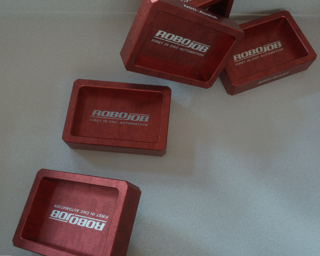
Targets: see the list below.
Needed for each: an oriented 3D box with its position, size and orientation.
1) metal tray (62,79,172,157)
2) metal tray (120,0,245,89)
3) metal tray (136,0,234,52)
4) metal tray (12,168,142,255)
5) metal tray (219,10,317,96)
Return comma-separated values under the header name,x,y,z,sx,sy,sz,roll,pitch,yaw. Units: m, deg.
name,x,y,z,sx,sy,sz,roll,pitch,yaw
metal tray,-0.054,-0.014,0.411,0.131,0.030,0.090,5,70,1
metal tray,0.028,-0.102,0.382,0.131,0.089,0.030,8,41,-29
metal tray,0.034,-0.145,0.428,0.131,0.090,0.030,-27,72,-9
metal tray,-0.093,0.098,0.343,0.130,0.030,0.090,3,68,26
metal tray,0.143,-0.110,0.447,0.131,0.030,0.090,-20,71,-7
